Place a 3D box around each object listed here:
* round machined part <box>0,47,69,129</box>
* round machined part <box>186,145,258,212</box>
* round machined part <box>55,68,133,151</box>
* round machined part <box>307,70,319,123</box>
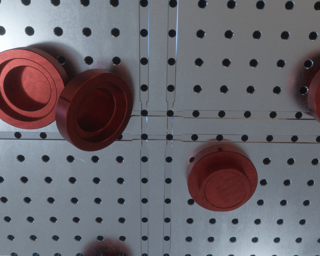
[{"bbox_3d":[-0.160,-0.051,0.384,0.099,0.042,0.097,0,110,0],"label":"round machined part"},{"bbox_3d":[0.088,0.077,0.433,0.099,0.042,0.097,0,110,0],"label":"round machined part"},{"bbox_3d":[-0.083,-0.024,0.376,0.042,0.099,0.097,26,115,35],"label":"round machined part"},{"bbox_3d":[0.234,-0.045,0.389,0.099,0.042,0.097,0,110,0],"label":"round machined part"}]
